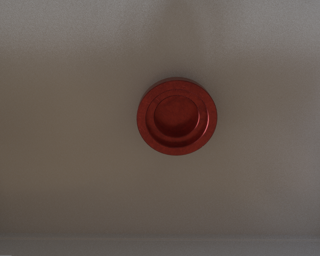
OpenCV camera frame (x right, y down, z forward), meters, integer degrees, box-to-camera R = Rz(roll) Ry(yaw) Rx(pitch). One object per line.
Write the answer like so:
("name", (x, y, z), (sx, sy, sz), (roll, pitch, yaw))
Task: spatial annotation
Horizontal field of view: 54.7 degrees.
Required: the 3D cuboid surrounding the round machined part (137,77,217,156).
("round machined part", (0.021, -0.017, 0.396), (0.099, 0.042, 0.097), (0, 110, -1))
